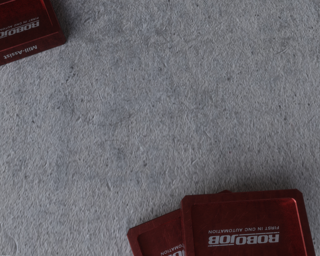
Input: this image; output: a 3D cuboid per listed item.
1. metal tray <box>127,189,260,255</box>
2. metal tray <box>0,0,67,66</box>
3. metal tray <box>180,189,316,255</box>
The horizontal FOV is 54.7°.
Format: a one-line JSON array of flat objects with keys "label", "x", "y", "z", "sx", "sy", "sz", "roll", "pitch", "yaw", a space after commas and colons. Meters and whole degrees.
[{"label": "metal tray", "x": 0.038, "y": 0.137, "z": 0.355, "sx": 0.131, "sy": 0.030, "sz": 0.090, "roll": -20, "pitch": 71, "yaw": -8}, {"label": "metal tray", "x": -0.217, "y": -0.147, "z": 0.457, "sx": 0.131, "sy": 0.030, "sz": 0.090, "roll": -22, "pitch": 72, "yaw": -8}, {"label": "metal tray", "x": 0.090, "y": 0.116, "z": 0.331, "sx": 0.131, "sy": 0.030, "sz": 0.090, "roll": -3, "pitch": 70, "yaw": -2}]
